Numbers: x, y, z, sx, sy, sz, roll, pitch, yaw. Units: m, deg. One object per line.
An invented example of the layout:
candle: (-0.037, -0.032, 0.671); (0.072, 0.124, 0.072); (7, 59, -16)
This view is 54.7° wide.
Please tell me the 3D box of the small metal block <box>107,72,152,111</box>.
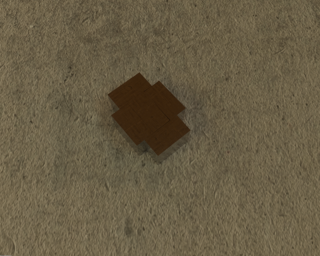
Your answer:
small metal block: (-0.038, -0.039, 0.409); (0.050, 0.050, 0.025); (-37, 75, -13)

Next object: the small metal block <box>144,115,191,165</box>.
small metal block: (0.009, 0.017, 0.389); (0.050, 0.050, 0.025); (-37, 75, -13)

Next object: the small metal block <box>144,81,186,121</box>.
small metal block: (0.006, -0.026, 0.405); (0.025, 0.050, 0.050); (-39, 75, -13)

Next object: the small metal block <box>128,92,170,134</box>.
small metal block: (-0.014, -0.011, 0.399); (0.025, 0.050, 0.050); (-38, 75, -13)

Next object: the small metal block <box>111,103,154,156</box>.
small metal block: (-0.033, 0.004, 0.394); (0.025, 0.050, 0.050); (-38, 75, -13)
